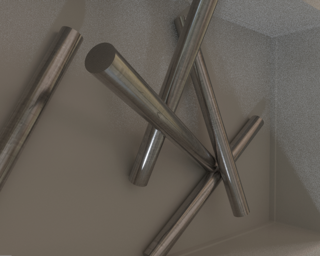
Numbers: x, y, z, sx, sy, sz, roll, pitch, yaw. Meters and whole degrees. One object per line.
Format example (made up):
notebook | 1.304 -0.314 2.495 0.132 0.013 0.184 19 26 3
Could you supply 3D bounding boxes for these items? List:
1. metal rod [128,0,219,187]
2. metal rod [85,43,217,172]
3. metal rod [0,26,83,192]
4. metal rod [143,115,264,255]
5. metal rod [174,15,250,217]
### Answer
metal rod | 0.023 -0.067 0.343 0.025 0.025 0.298 6 112 -40
metal rod | 0.017 0.003 0.344 0.300 0.025 0.025 41 63 -59
metal rod | -0.147 0.033 0.283 0.025 0.025 0.300 35 69 -35
metal rod | 0.081 0.078 0.473 0.301 0.025 0.025 -44 117 -31
metal rod | 0.077 -0.013 0.449 0.025 0.025 0.298 -23 98 -38
